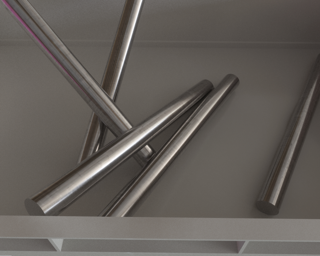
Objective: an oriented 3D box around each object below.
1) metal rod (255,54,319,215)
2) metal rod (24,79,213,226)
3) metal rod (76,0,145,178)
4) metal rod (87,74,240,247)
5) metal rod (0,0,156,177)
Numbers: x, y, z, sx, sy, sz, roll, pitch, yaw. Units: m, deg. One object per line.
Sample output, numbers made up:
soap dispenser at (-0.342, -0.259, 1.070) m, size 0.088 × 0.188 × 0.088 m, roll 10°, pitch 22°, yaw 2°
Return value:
metal rod at (0.191, -0.013, 0.416) m, size 0.025 × 0.025 × 0.301 m, roll 24°, pitch 54°, yaw 19°
metal rod at (-0.013, 0.002, 0.346) m, size 0.025 × 0.025 × 0.302 m, roll 28°, pitch 38°, yaw 21°
metal rod at (-0.055, -0.083, 0.399) m, size 0.025 × 0.025 × 0.299 m, roll 11°, pitch 74°, yaw 9°
metal rod at (0.026, 0.013, 0.368) m, size 0.025 × 0.025 × 0.301 m, roll 26°, pitch 47°, yaw 20°
metal rod at (-0.097, -0.063, 0.351) m, size 0.300 × 0.025 × 0.025 m, roll 50°, pitch 60°, yaw -5°
